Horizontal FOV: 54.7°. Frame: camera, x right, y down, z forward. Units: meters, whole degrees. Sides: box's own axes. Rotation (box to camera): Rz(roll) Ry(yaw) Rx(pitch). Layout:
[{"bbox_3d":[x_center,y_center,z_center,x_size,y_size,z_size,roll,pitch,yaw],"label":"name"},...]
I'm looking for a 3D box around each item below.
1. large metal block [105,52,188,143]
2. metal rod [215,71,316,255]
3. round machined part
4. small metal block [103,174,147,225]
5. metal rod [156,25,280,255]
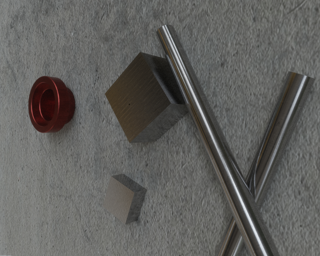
[{"bbox_3d":[-0.015,-0.037,0.399,0.080,0.050,0.080,-43,64,31],"label":"large metal block"},{"bbox_3d":[0.091,0.088,0.328,0.025,0.025,0.298,28,107,36],"label":"metal rod"},{"bbox_3d":[-0.187,-0.040,0.545,0.098,0.042,0.097,0,90,39],"label":"round machined part"},{"bbox_3d":[-0.051,0.101,0.445,0.050,0.025,0.050,26,106,36],"label":"small metal block"},{"bbox_3d":[0.054,0.004,0.336,0.025,0.025,0.299,-38,60,33],"label":"metal rod"}]
